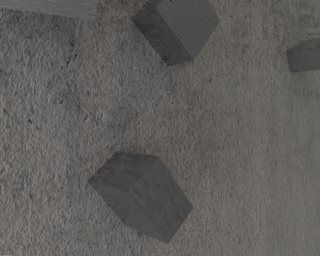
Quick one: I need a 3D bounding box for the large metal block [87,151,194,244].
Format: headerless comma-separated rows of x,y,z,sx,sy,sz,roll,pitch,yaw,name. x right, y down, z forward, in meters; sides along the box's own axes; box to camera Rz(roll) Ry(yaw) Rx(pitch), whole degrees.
-0.022,0.075,0.350,0.050,0.080,0.080,-47,118,-30,large metal block

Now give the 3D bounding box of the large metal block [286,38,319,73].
0.321,-0.153,0.637,0.081,0.080,0.050,-29,108,-36,large metal block

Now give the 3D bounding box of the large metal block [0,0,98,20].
-0.095,-0.147,0.268,0.081,0.050,0.079,0,133,-22,large metal block

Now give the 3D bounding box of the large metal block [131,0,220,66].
0.023,-0.142,0.407,0.080,0.050,0.080,47,62,-30,large metal block
